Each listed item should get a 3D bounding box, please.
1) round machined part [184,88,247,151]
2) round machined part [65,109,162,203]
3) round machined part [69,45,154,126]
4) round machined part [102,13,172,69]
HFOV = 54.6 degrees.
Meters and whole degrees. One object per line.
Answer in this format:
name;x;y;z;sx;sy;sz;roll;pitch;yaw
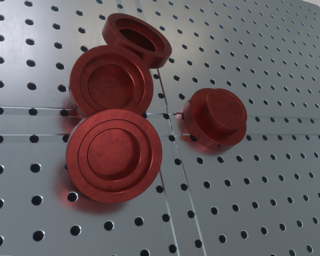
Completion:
round machined part;0.088;-0.019;0.455;0.099;0.042;0.098;13;56;-21
round machined part;-0.051;0.027;0.334;0.099;0.042;0.097;-2;96;-19
round machined part;-0.061;-0.048;0.380;0.099;0.042;0.098;4;79;-19
round machined part;-0.036;-0.115;0.436;0.099;0.042;0.098;23;37;-18
